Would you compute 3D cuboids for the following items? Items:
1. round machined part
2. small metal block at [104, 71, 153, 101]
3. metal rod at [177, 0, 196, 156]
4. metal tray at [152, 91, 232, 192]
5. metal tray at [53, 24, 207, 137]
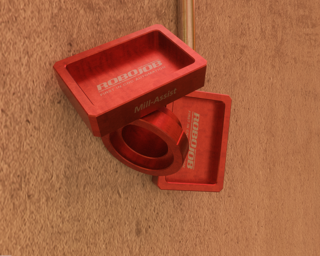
[{"bbox_3d":[-0.014,0.008,0.350,0.098,0.098,0.042,51,46,-28],"label":"round machined part"},{"bbox_3d":[-0.036,-0.046,0.376,0.050,0.025,0.050,27,73,-37],"label":"small metal block"},{"bbox_3d":[0.038,-0.110,0.438,0.025,0.025,0.298,-2,91,-40],"label":"metal rod"},{"bbox_3d":[0.042,0.016,0.412,0.091,0.030,0.129,6,89,-16],"label":"metal tray"},{"bbox_3d":[-0.029,-0.055,0.318,0.131,0.090,0.030,-28,145,-21],"label":"metal tray"}]
